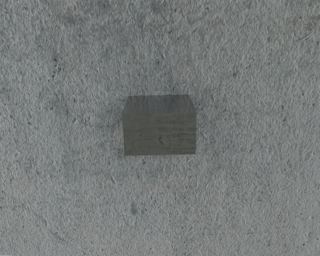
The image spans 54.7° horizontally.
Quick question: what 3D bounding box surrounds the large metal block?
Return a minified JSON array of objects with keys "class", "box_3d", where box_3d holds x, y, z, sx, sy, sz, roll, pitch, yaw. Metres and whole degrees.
[{"class":"large metal block","box_3d":[0.000,-0.006,0.380,0.081,0.080,0.050,-1,110,0]}]
